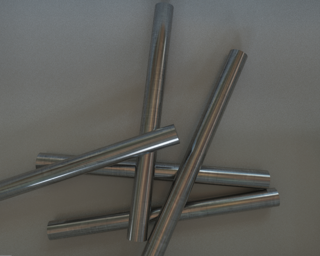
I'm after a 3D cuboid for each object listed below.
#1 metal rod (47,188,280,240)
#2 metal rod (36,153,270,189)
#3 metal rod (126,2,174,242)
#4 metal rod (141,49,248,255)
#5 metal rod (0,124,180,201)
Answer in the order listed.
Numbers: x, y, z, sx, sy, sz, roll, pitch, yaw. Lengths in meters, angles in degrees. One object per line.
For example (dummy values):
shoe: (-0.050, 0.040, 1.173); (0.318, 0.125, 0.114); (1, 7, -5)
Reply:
metal rod: (0.005, 0.113, 0.410); (0.302, 0.025, 0.025); (-8, 90, -1)
metal rod: (-0.008, 0.057, 0.410); (0.302, 0.025, 0.025); (5, 90, -1)
metal rod: (-0.011, -0.013, 0.393); (0.025, 0.025, 0.298); (7, 84, -1)
metal rod: (0.043, 0.037, 0.391); (0.025, 0.025, 0.299); (24, 82, -1)
metal rod: (-0.122, 0.053, 0.383); (0.301, 0.025, 0.025); (-18, 90, 5)
